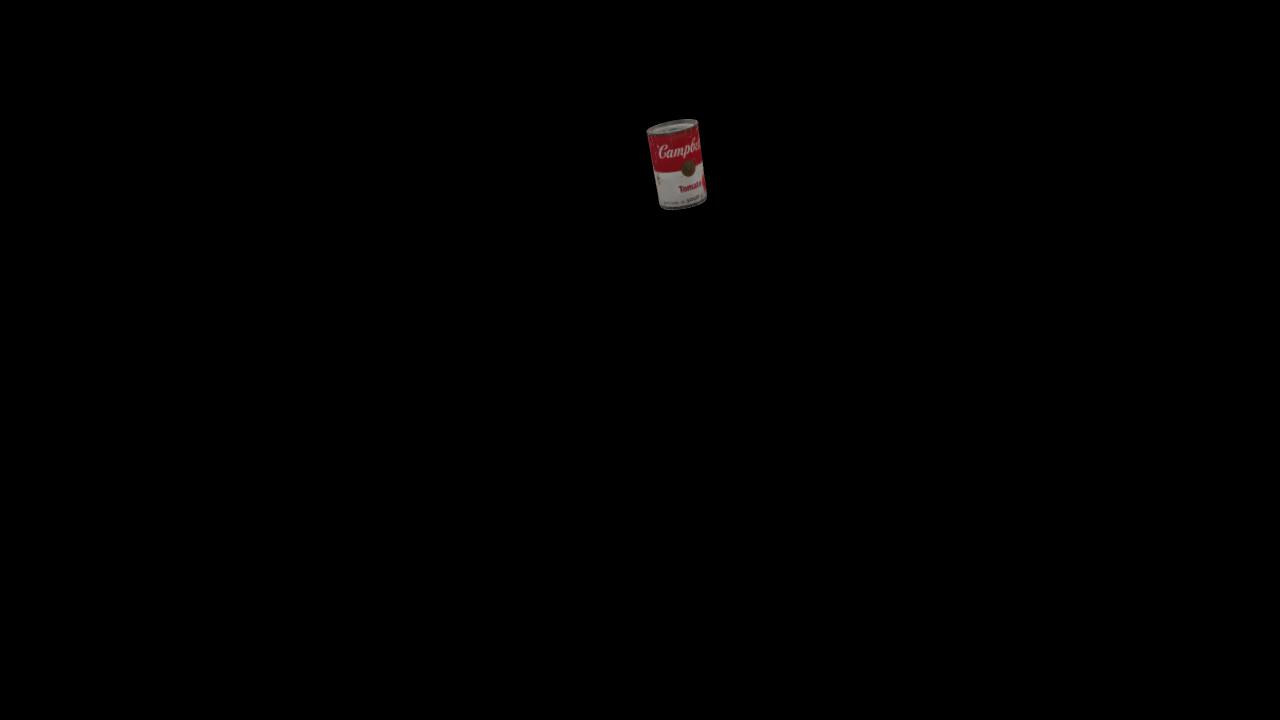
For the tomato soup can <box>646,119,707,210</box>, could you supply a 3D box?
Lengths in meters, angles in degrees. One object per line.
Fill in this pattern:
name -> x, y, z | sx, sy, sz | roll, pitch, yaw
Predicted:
tomato soup can -> 0.049, -0.256, 0.810 | 0.068, 0.101, 0.068 | -8, 32, 5
